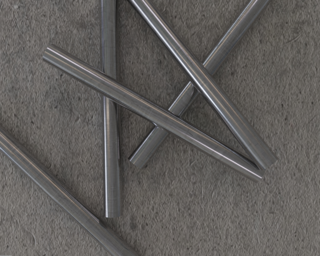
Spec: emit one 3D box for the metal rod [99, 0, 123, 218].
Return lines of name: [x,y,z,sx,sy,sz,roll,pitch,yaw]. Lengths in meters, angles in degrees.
metal rod: [-0.065,-0.034,0.409,0.025,0.025,0.298,-1,90,0]

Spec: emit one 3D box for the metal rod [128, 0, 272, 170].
metal rod: [0.058,-0.072,0.410,0.025,0.025,0.300,37,90,0]

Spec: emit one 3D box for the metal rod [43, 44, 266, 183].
metal rod: [-0.006,-0.018,0.383,0.301,0.025,0.025,30,90,-1]

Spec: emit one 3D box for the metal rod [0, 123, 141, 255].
metal rod: [-0.136,0.082,0.408,0.300,0.025,0.025,43,90,0]

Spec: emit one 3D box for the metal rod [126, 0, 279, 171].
metal rod: [0.040,-0.076,0.386,0.025,0.025,0.299,-37,81,0]
